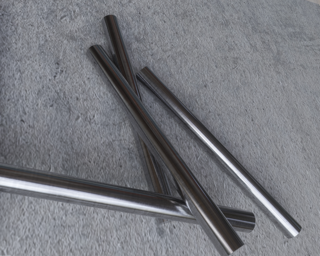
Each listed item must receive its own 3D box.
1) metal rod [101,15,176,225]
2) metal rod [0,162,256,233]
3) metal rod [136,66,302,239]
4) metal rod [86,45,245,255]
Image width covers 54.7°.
[{"bbox_3d":[-0.032,-0.027,0.402,0.025,0.025,0.299,-4,64,-30],"label":"metal rod"},{"bbox_3d":[-0.035,0.071,0.308,0.302,0.025,0.025,15,56,-20],"label":"metal rod"},{"bbox_3d":[0.077,0.030,0.426,0.300,0.025,0.025,47,51,4],"label":"metal rod"},{"bbox_3d":[-0.010,0.006,0.353,0.025,0.025,0.300,-16,58,-34],"label":"metal rod"}]
